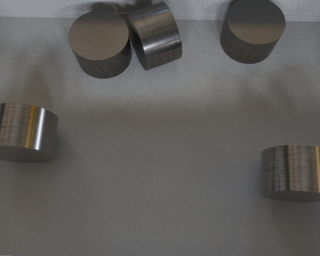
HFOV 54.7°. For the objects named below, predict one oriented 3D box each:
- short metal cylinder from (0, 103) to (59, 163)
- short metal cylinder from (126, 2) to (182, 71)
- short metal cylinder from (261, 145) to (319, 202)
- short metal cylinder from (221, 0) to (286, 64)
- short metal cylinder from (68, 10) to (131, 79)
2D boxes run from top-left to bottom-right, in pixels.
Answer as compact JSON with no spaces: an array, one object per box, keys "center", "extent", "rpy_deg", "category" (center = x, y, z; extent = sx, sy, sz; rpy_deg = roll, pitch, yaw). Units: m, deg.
[{"center":[-0.168,0.009,0.375],"extent":[0.081,0.080,0.050],"rpy_deg":[0,70,0],"category":"short metal cylinder"},{"center":[-0.009,-0.125,0.426],"extent":[0.050,0.080,0.080],"rpy_deg":[-22,72,-8],"category":"short metal cylinder"},{"center":[0.160,0.055,0.362],"extent":[0.080,0.080,0.050],"rpy_deg":[6,70,2],"category":"short metal cylinder"},{"center":[0.133,-0.141,0.449],"extent":[0.081,0.050,0.080],"rpy_deg":[0,70,0],"category":"short metal cylinder"},{"center":[-0.082,-0.117,0.438],"extent":[0.081,0.050,0.080],"rpy_deg":[0,70,0],"category":"short metal cylinder"}]
